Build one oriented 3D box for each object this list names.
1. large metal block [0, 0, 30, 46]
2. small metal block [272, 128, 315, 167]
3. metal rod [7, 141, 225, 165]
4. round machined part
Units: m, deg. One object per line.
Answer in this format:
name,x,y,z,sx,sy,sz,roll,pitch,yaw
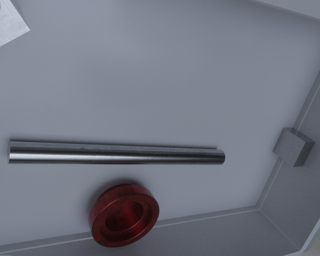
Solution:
large metal block,-0.154,-0.087,0.235,0.080,0.080,0.050,-32,129,-8
small metal block,0.234,0.033,0.544,0.025,0.050,0.050,0,118,-29
metal rod,-0.035,0.036,0.413,0.302,0.025,0.025,4,116,-31
round machined part,-0.054,0.120,0.444,0.099,0.042,0.097,-14,125,-21
